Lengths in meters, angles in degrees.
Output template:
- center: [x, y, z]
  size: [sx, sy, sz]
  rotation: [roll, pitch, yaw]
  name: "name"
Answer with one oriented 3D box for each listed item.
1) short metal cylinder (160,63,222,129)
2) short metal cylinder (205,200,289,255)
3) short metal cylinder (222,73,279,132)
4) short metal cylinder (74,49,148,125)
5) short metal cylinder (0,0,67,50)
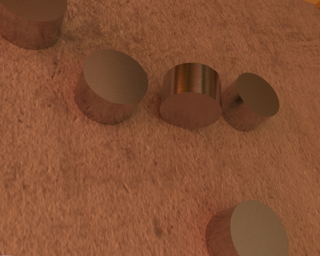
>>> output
- center: [0.042, -0.042, 0.418]
  size: [0.081, 0.080, 0.050]
  rotation: [18, 55, -18]
  name: "short metal cylinder"
- center: [0.101, 0.131, 0.365]
  size: [0.081, 0.050, 0.080]
  rotation: [14, 56, -21]
  name: "short metal cylinder"
- center: [0.139, -0.040, 0.490]
  size: [0.081, 0.050, 0.080]
  rotation: [14, 56, -21]
  name: "short metal cylinder"
- center: [-0.061, -0.051, 0.387]
  size: [0.081, 0.050, 0.080]
  rotation: [14, 56, -21]
  name: "short metal cylinder"
- center: [-0.163, -0.146, 0.390]
  size: [0.081, 0.050, 0.080]
  rotation: [14, 56, -21]
  name: "short metal cylinder"
